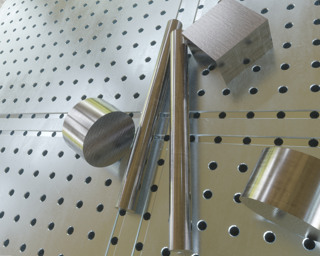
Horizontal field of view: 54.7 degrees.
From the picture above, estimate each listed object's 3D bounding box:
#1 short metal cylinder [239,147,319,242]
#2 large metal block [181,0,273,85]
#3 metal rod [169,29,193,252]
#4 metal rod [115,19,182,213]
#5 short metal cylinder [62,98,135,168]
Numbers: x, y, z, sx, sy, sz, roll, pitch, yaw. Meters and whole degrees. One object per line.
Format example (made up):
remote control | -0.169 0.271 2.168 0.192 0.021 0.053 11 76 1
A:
short metal cylinder | 0.119 0.059 0.275 0.080 0.080 0.050 20 73 35
large metal block | 0.090 -0.119 0.418 0.080 0.050 0.080 -39 51 2
metal rod | 0.025 -0.005 0.389 0.025 0.025 0.299 -11 60 22
metal rod | -0.009 -0.034 0.433 0.025 0.025 0.300 0 61 28
short metal cylinder | -0.080 0.005 0.412 0.050 0.080 0.080 31 79 38
